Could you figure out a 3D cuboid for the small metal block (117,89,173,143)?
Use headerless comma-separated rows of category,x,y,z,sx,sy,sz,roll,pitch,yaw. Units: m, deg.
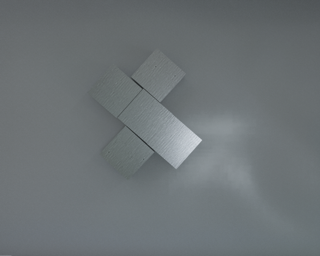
small metal block,-0.019,-0.015,0.408,0.050,0.025,0.050,41,90,0

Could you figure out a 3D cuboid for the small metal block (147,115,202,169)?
small metal block,0.019,0.018,0.409,0.050,0.025,0.050,41,90,0

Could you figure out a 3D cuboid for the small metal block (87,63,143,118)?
small metal block,-0.058,-0.048,0.409,0.050,0.025,0.050,41,90,0

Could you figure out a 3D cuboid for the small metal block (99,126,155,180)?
small metal block,-0.042,0.032,0.409,0.050,0.025,0.050,43,91,0

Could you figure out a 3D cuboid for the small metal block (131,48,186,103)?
small metal block,-0.002,-0.067,0.409,0.050,0.025,0.050,42,89,0
